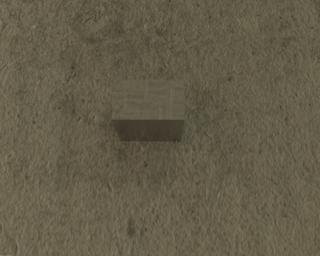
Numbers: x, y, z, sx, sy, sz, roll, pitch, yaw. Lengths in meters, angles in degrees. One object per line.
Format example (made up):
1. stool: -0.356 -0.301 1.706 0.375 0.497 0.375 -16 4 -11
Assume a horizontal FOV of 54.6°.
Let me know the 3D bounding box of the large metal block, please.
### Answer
1. large metal block: -0.013 -0.019 0.386 0.080 0.080 0.050 0 70 0
